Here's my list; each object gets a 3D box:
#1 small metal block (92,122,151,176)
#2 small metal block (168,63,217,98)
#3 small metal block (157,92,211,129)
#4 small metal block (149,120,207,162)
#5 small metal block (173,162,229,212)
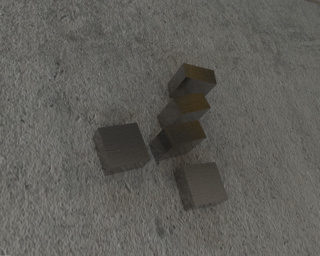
[{"bbox_3d":[-0.046,0.024,0.364,0.050,0.025,0.050,-9,66,-32],"label":"small metal block"},{"bbox_3d":[0.046,-0.064,0.451,0.050,0.050,0.025,8,58,-24],"label":"small metal block"},{"bbox_3d":[0.031,-0.021,0.417,0.050,0.050,0.025,-14,69,-34],"label":"small metal block"},{"bbox_3d":[0.021,0.017,0.389,0.050,0.050,0.025,-11,68,-33],"label":"small metal block"},{"bbox_3d":[0.051,0.072,0.387,0.050,0.025,0.050,-2,63,-29],"label":"small metal block"}]
